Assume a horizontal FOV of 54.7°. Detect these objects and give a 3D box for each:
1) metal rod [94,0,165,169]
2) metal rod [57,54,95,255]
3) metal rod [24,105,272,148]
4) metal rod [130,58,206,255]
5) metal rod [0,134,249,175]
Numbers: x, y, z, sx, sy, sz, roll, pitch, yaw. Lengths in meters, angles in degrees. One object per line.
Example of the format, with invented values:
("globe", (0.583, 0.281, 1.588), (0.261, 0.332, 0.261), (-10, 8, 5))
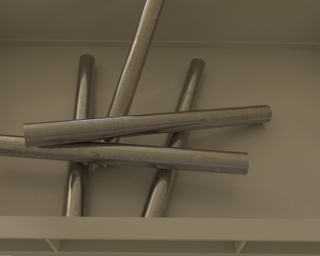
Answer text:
("metal rod", (-0.030, -0.094, 0.405), (0.025, 0.025, 0.299), (14, 76, 11))
("metal rod", (-0.101, 0.007, 0.397), (0.025, 0.025, 0.300), (-4, 50, -4))
("metal rod", (0.003, -0.006, 0.369), (0.303, 0.025, 0.025), (-6, 49, -20))
("metal rod", (0.021, 0.011, 0.396), (0.025, 0.025, 0.300), (12, 51, 9))
("metal rod", (-0.056, 0.028, 0.346), (0.302, 0.025, 0.025), (4, 50, 3))
